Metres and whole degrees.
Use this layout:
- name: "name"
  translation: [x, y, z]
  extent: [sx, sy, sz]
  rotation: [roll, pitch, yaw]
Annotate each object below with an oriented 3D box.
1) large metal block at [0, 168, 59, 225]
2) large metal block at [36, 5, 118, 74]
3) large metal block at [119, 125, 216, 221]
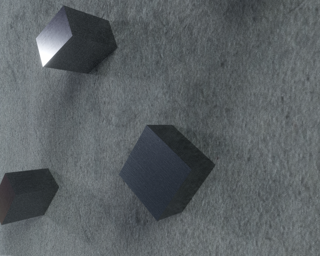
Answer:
- name: "large metal block"
  translation: [-0.247, 0.124, 0.569]
  extent: [0.050, 0.081, 0.080]
  rotation: [48, 118, 29]
- name: "large metal block"
  translation: [-0.126, -0.129, 0.471]
  extent: [0.080, 0.081, 0.050]
  rotation: [-30, 72, 36]
- name: "large metal block"
  translation: [0.006, 0.052, 0.382]
  extent: [0.080, 0.050, 0.080]
  rotation: [44, 116, 30]
